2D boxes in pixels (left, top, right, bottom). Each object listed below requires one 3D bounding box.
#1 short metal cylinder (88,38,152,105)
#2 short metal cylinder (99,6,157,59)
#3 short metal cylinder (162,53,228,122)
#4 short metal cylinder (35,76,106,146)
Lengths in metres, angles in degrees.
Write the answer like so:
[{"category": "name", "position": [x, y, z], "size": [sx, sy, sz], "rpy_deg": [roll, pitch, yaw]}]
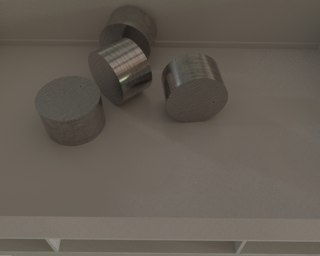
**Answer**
[{"category": "short metal cylinder", "position": [-0.056, -0.079, 0.435], "size": [0.050, 0.080, 0.080], "rpy_deg": [-35, 59, -26]}, {"category": "short metal cylinder", "position": [-0.049, -0.142, 0.488], "size": [0.080, 0.080, 0.050], "rpy_deg": [9, 51, 7]}, {"category": "short metal cylinder", "position": [0.045, -0.052, 0.414], "size": [0.081, 0.080, 0.050], "rpy_deg": [-5, 50, -5]}, {"category": "short metal cylinder", "position": [-0.115, -0.023, 0.407], "size": [0.081, 0.050, 0.080], "rpy_deg": [0, 50, 0]}]
